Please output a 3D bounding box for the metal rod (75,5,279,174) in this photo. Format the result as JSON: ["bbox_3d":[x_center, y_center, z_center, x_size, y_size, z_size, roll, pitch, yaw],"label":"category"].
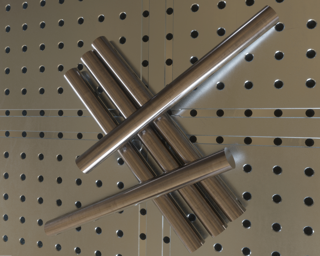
[{"bbox_3d":[0.016,-0.042,0.385,0.300,0.025,0.025,-38,78,7],"label":"metal rod"}]

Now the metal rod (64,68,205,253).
[{"bbox_3d":[-0.041,0.036,0.426,0.025,0.025,0.299,-41,78,15],"label":"metal rod"}]

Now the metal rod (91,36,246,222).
[{"bbox_3d":[0.004,-0.007,0.410,0.025,0.025,0.300,-42,77,15],"label":"metal rod"}]

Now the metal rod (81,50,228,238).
[{"bbox_3d":[-0.014,0.013,0.417,0.025,0.025,0.299,-41,78,15],"label":"metal rod"}]

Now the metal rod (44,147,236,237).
[{"bbox_3d":[-0.044,0.093,0.405,0.300,0.025,0.025,-26,82,26],"label":"metal rod"}]
